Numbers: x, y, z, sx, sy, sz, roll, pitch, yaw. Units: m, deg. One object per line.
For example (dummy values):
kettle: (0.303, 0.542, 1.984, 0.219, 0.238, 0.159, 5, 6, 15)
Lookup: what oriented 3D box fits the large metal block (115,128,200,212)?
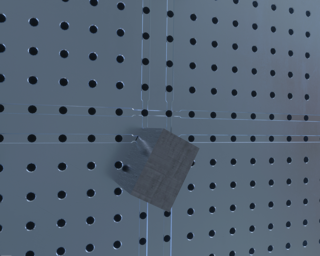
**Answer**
large metal block: (-0.006, 0.047, 0.381, 0.050, 0.080, 0.080, 30, 80, -18)
